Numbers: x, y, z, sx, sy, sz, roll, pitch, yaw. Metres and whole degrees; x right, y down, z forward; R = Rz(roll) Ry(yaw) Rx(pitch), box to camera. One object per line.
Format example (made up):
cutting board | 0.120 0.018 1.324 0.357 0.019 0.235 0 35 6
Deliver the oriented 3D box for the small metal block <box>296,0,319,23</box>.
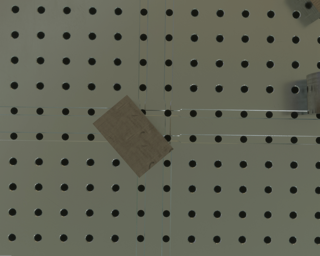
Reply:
small metal block | 0.216 -0.181 0.416 0.050 0.025 0.050 -38 91 0

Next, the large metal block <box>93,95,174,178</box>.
large metal block | -0.030 0.009 0.386 0.050 0.080 0.080 -40 91 0

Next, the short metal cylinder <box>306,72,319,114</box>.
short metal cylinder | 0.229 -0.044 0.389 0.081 0.080 0.050 -2 90 -1
